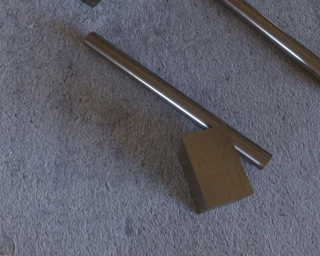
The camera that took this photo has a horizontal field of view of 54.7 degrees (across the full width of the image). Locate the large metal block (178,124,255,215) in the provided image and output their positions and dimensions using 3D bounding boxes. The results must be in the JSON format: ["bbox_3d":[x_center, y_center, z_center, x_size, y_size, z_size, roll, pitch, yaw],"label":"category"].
[{"bbox_3d":[0.059,0.051,0.361,0.050,0.080,0.080,-17,71,-6],"label":"large metal block"}]

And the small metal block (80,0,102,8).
[{"bbox_3d":[-0.118,-0.221,0.474,0.050,0.050,0.025,34,74,11],"label":"small metal block"}]

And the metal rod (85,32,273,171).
[{"bbox_3d":[0.017,-0.043,0.423,0.300,0.025,0.025,36,74,12],"label":"metal rod"}]

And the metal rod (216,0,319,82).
[{"bbox_3d":[0.159,-0.150,0.464,0.025,0.025,0.300,-42,76,-14],"label":"metal rod"}]
